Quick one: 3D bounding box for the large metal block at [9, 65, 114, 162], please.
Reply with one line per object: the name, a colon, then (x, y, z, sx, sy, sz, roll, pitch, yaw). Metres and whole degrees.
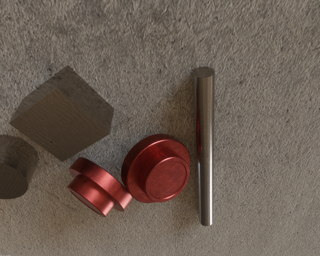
large metal block: (-0.116, -0.015, 0.377, 0.080, 0.050, 0.080, -29, 125, 22)

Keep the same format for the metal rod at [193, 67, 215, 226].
metal rod: (0.065, 0.049, 0.449, 0.025, 0.025, 0.298, -5, 130, 4)

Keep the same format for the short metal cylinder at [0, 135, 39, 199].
short metal cylinder: (-0.219, 0.056, 0.436, 0.081, 0.050, 0.079, 0, 130, 0)

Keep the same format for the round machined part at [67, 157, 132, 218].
round machined part: (-0.091, 0.089, 0.437, 0.098, 0.042, 0.098, 30, 155, 16)

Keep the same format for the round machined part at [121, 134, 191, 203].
round machined part: (0.001, 0.061, 0.418, 0.099, 0.042, 0.097, -14, 119, -26)
